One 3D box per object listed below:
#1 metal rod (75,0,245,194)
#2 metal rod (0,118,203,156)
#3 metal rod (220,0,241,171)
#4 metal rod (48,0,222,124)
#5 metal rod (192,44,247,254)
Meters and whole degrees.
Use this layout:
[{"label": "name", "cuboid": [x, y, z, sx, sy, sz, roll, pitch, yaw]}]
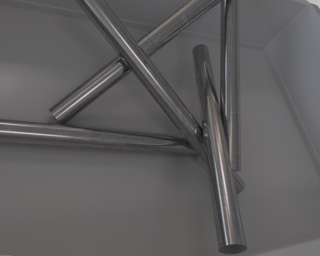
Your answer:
[{"label": "metal rod", "cuboid": [0.012, -0.030, 0.369, 0.300, 0.025, 0.025, 51, 49, -17]}, {"label": "metal rod", "cuboid": [-0.077, 0.012, 0.356, 0.302, 0.025, 0.025, 6, 59, -25]}, {"label": "metal rod", "cuboid": [0.093, -0.093, 0.410, 0.025, 0.025, 0.299, 9, 75, -23]}, {"label": "metal rod", "cuboid": [-0.007, -0.108, 0.382, 0.301, 0.025, 0.025, -41, 85, -11]}, {"label": "metal rod", "cuboid": [0.063, -0.005, 0.373, 0.025, 0.025, 0.300, 17, 46, -19]}]
